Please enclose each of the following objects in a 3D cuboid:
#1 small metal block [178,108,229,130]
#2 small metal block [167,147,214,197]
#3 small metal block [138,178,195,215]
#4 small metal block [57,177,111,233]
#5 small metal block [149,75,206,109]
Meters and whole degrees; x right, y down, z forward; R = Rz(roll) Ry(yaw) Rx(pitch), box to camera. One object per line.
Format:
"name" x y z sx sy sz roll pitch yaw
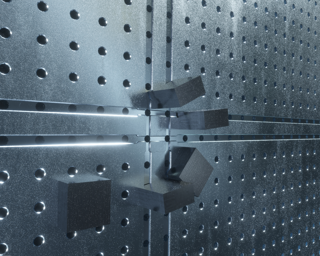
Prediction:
"small metal block" 0.062 -0.013 0.443 0.050 0.050 0.025 -8 96 -40
"small metal block" 0.045 0.063 0.445 0.050 0.025 0.050 49 61 -29
"small metal block" 0.008 0.086 0.399 0.050 0.050 0.025 -10 97 -39
"small metal block" -0.082 0.082 0.339 0.050 0.025 0.050 2 89 -40
"small metal block" 0.023 -0.047 0.411 0.050 0.050 0.025 -31 109 -36
